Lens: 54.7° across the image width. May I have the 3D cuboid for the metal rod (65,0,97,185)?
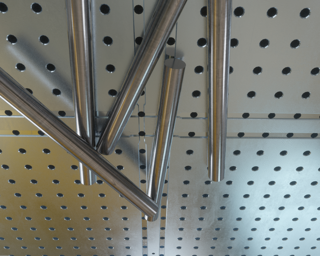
[{"bbox_3d":[-0.094,-0.034,0.381,0.025,0.025,0.298,4,130,-4],"label":"metal rod"}]

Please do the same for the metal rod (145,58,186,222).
[{"bbox_3d":[0.001,0.040,0.445,0.025,0.025,0.298,4,130,-4],"label":"metal rod"}]

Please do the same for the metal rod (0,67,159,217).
[{"bbox_3d":[-0.096,0.035,0.405,0.025,0.025,0.300,-27,126,21],"label":"metal rod"}]

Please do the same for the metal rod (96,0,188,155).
[{"bbox_3d":[-0.016,-0.075,0.347,0.025,0.025,0.298,19,128,-16],"label":"metal rod"}]

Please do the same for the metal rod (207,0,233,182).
[{"bbox_3d":[0.071,-0.040,0.378,0.025,0.025,0.298,-5,130,4],"label":"metal rod"}]
